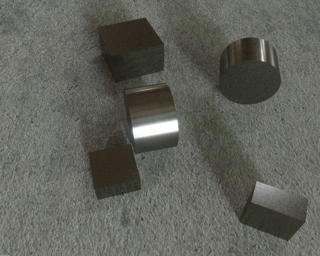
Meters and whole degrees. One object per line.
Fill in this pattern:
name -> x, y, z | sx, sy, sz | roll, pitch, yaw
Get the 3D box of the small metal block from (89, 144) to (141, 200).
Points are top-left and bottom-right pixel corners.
small metal block -> -0.053, 0.050, 0.360 | 0.050, 0.025, 0.050 | -11, 51, -10

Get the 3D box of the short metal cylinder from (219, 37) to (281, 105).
short metal cylinder -> 0.125, -0.079, 0.435 | 0.080, 0.080, 0.050 | 6, 50, 4

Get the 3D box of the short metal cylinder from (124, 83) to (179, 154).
short metal cylinder -> -0.012, -0.012, 0.377 | 0.050, 0.080, 0.080 | -10, 51, -9

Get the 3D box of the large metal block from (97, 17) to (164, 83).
large metal block -> -0.046, -0.125, 0.492 | 0.081, 0.050, 0.080 | -17, 52, -14

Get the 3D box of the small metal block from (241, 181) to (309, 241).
small metal block -> 0.115, 0.086, 0.317 | 0.050, 0.050, 0.025 | 18, 53, 14
